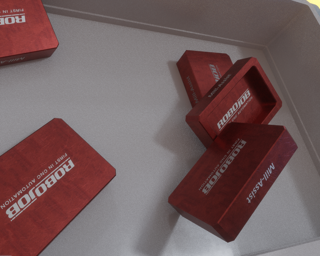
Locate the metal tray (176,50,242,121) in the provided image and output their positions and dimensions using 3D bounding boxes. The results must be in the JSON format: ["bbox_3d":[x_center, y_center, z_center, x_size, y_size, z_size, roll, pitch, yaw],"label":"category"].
[{"bbox_3d":[0.088,-0.060,0.486,0.091,0.030,0.130,-3,63,-30],"label":"metal tray"}]

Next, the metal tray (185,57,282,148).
[{"bbox_3d":[0.106,-0.024,0.427,0.130,0.030,0.090,-47,112,-20],"label":"metal tray"}]

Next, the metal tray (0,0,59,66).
[{"bbox_3d":[-0.195,-0.117,0.351,0.131,0.030,0.090,-24,93,-36],"label":"metal tray"}]

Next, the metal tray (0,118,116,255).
[{"bbox_3d":[-0.118,0.060,0.302,0.090,0.030,0.131,43,51,1],"label":"metal tray"}]

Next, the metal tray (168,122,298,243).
[{"bbox_3d":[0.078,0.051,0.345,0.130,0.090,0.030,-48,114,-17],"label":"metal tray"}]
